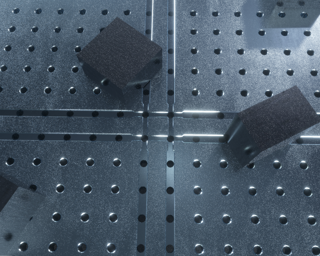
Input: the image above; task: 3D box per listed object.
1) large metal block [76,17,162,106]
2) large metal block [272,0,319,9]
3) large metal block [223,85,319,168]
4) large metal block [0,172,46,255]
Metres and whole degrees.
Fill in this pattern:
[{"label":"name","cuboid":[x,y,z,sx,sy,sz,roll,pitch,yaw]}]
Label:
[{"label":"large metal block","cuboid":[-0.053,-0.093,0.432,0.080,0.050,0.080,38,74,12]},{"label":"large metal block","cuboid":[0.221,-0.236,0.486,0.080,0.050,0.080,-1,70,0]},{"label":"large metal block","cuboid":[0.133,0.001,0.383,0.080,0.080,0.050,-25,72,-9]},{"label":"large metal block","cuboid":[-0.186,0.095,0.347,0.050,0.080,0.080,28,72,10]}]
